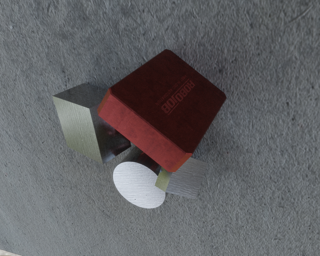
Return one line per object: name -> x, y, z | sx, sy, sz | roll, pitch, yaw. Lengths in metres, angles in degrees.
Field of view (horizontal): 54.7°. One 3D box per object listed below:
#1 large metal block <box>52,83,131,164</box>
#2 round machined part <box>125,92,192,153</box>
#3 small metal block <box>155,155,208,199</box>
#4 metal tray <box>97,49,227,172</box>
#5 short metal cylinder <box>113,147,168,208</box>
large metal block -> -0.091, -0.008, 0.417 | 0.080, 0.050, 0.079 | 18, 128, 38
round machined part -> -0.006, -0.008, 0.395 | 0.098, 0.042, 0.097 | 13, 124, 20
small metal block -> 0.028, 0.060, 0.399 | 0.050, 0.050, 0.025 | 21, 178, -34
metal tray -> 0.010, -0.026, 0.317 | 0.090, 0.131, 0.030 | 39, 129, 1
short metal cylinder -> -0.019, 0.067, 0.443 | 0.080, 0.050, 0.079 | 13, 124, 20
